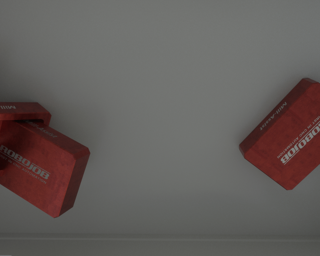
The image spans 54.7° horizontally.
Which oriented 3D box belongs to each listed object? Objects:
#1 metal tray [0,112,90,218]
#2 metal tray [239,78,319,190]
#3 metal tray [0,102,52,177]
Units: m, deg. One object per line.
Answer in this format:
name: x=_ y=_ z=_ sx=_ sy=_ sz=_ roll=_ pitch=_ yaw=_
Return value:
metal tray: x=-0.158 y=0.040 z=0.383 sx=0.130 sy=0.030 sz=0.089 roll=26 pitch=109 yaw=14
metal tray: x=0.184 y=0.010 z=0.414 sx=0.090 sy=0.030 sz=0.130 roll=36 pitch=106 yaw=-13
metal tray: x=-0.202 y=0.016 z=0.365 sx=0.030 sy=0.131 sz=0.089 roll=34 pitch=112 yaw=30
